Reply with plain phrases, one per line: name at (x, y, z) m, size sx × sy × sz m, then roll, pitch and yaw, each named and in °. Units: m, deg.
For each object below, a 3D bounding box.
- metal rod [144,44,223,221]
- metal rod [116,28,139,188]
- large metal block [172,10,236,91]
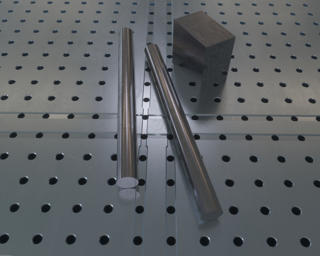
metal rod at (0.021, -0.019, 0.422) m, size 0.025 × 0.025 × 0.300 m, roll -10°, pitch 51°, yaw -9°
metal rod at (-0.048, -0.052, 0.450) m, size 0.025 × 0.025 × 0.300 m, roll -3°, pitch 50°, yaw -3°
large metal block at (0.062, -0.117, 0.471) m, size 0.050 × 0.080 × 0.080 m, roll -24°, pitch 54°, yaw -19°
